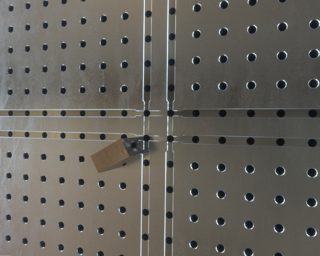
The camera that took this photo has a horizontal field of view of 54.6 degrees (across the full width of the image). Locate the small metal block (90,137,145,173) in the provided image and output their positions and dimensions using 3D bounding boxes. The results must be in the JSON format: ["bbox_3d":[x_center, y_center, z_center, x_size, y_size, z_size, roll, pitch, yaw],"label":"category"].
[{"bbox_3d":[-0.056,0.036,0.420,0.050,0.050,0.025,-30,80,18],"label":"small metal block"}]
